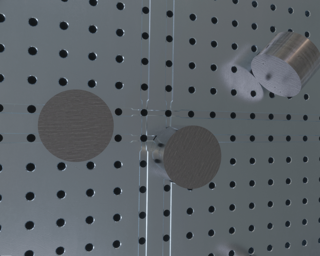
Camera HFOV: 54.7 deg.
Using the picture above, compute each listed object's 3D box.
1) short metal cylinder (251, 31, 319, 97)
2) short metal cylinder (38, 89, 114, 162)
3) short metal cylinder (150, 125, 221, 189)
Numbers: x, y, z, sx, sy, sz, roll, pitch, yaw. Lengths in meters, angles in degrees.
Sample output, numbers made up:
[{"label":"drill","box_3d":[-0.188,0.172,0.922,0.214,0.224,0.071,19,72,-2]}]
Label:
[{"label":"short metal cylinder","box_3d":[0.182,-0.092,0.450,0.050,0.080,0.080,-46,105,-14]},{"label":"short metal cylinder","box_3d":[-0.099,-0.003,0.363,0.081,0.050,0.079,0,90,-20]},{"label":"short metal cylinder","box_3d":[0.033,0.036,0.412,0.081,0.050,0.079,0,90,-20]}]
